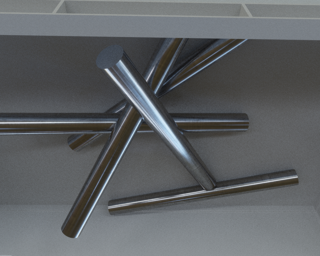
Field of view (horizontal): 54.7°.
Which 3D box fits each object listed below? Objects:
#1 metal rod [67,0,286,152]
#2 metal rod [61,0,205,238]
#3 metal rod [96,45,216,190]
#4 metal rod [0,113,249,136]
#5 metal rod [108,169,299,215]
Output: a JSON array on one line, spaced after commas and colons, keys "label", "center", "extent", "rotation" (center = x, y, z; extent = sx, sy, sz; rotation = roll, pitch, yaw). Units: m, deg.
[{"label": "metal rod", "center": [0.001, -0.050, 0.366], "extent": [0.300, 0.025, 0.025], "rotation": [-31, 124, 23]}, {"label": "metal rod", "center": [-0.038, 0.001, 0.343], "extent": [0.025, 0.025, 0.298], "rotation": [24, 106, -20]}, {"label": "metal rod", "center": [0.018, 0.014, 0.366], "extent": [0.025, 0.025, 0.300], "rotation": [-19, 145, 15]}, {"label": "metal rod", "center": [-0.037, -0.006, 0.370], "extent": [0.302, 0.025, 0.025], "rotation": [-1, 131, -14]}, {"label": "metal rod", "center": [0.063, 0.105, 0.499], "extent": [0.301, 0.025, 0.025], "rotation": [-11, 129, 9]}]
